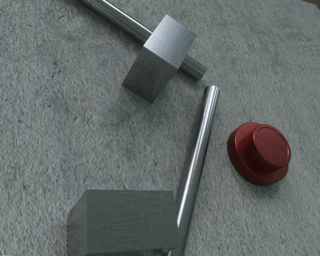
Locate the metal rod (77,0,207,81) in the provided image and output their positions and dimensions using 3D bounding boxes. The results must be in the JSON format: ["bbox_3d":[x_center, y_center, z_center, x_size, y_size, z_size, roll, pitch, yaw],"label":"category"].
[{"bbox_3d":[-0.058,-0.165,0.474,0.301,0.025,0.025,32,51,-8],"label":"metal rod"}]

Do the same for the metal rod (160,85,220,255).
[{"bbox_3d":[0.042,0.056,0.393,0.025,0.025,0.300,28,52,-11],"label":"metal rod"}]

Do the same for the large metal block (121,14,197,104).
[{"bbox_3d":[-0.001,-0.094,0.426,0.050,0.080,0.080,33,51,-8],"label":"large metal block"}]

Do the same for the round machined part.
[{"bbox_3d":[0.153,0.033,0.457,0.099,0.042,0.098,14,56,-21],"label":"round machined part"}]

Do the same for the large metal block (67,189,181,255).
[{"bbox_3d":[-0.038,0.095,0.291,0.081,0.080,0.050,7,59,-25],"label":"large metal block"}]
